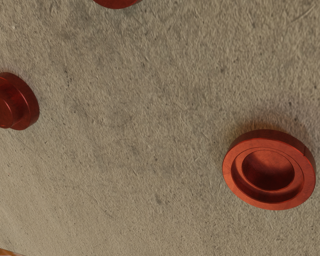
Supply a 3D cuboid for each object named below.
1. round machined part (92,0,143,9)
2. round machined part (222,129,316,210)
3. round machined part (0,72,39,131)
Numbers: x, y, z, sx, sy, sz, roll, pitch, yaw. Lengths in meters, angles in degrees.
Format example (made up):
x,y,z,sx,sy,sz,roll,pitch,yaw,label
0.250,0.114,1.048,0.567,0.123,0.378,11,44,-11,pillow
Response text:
x,y,z,sx,sy,sz,roll,pitch,yaw,label
-0.053,-0.173,0.317,0.098,0.042,0.097,13,124,21,round machined part
0.125,0.043,0.356,0.098,0.042,0.097,13,124,21,round machined part
-0.251,-0.038,0.505,0.098,0.042,0.097,13,124,21,round machined part
